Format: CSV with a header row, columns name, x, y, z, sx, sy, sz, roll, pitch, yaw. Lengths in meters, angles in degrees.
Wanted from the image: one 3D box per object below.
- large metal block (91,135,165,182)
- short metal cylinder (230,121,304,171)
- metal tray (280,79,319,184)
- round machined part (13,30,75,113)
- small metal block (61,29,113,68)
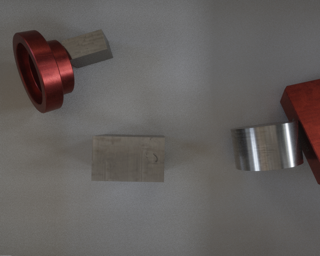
name,x,y,z,sx,sy,sz,roll,pitch,yaw
large metal block,-0.035,0.034,0.384,0.081,0.080,0.050,1,90,-1
short metal cylinder,0.132,0.021,0.386,0.081,0.080,0.050,-8,90,0
metal tray,0.217,-0.001,0.380,0.091,0.030,0.130,-12,60,1
round machined part,-0.140,-0.071,0.381,0.042,0.098,0.098,-23,91,-32
small metal block,-0.091,-0.100,0.398,0.050,0.050,0.025,-17,91,0
